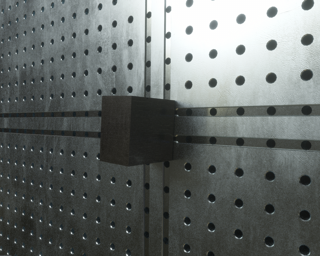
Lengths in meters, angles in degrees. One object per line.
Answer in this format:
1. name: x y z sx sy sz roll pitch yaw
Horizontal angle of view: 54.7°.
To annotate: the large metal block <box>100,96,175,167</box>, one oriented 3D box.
1. large metal block: -0.027 0.002 0.393 0.050 0.081 0.079 5 93 39
